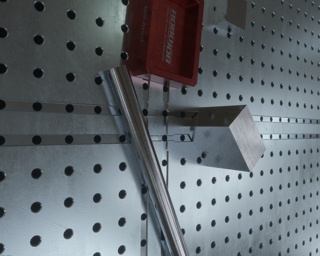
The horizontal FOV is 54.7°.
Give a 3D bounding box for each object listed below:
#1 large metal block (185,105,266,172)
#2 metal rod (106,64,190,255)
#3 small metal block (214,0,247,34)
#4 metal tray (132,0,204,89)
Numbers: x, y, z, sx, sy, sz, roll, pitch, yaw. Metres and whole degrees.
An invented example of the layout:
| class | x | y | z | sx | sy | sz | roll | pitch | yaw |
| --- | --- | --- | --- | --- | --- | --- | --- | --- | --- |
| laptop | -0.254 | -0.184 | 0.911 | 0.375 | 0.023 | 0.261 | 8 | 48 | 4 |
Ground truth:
| class | x | y | z | sx | sy | sz | roll | pitch | yaw |
| --- | --- | --- | --- | --- | --- | --- | --- | --- | --- |
| large metal block | 0.096 | 0.014 | 0.457 | 0.050 | 0.080 | 0.080 | -45 | 118 | -31 |
| metal rod | -0.008 | 0.065 | 0.404 | 0.025 | 0.025 | 0.298 | -29 | 108 | -37 |
| small metal block | 0.116 | -0.189 | 0.509 | 0.050 | 0.025 | 0.050 | 8 | 85 | -40 |
| metal tray | 0.014 | -0.126 | 0.419 | 0.091 | 0.030 | 0.129 | 9 | 84 | -40 |
